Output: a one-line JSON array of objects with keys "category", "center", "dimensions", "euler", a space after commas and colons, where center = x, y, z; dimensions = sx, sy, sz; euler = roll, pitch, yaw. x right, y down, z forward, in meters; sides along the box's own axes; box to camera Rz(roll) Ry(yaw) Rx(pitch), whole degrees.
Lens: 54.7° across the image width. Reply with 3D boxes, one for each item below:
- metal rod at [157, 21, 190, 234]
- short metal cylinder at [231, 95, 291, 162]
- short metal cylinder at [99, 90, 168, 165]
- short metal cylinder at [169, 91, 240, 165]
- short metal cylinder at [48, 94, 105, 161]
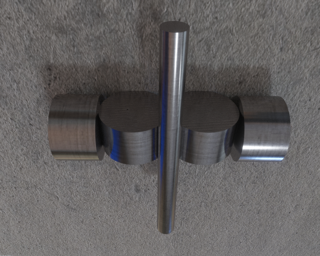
[{"category": "metal rod", "center": [0.010, 0.029, 0.353], "dimensions": [0.025, 0.025, 0.298], "euler": [0, 130, -1]}, {"category": "short metal cylinder", "center": [0.116, 0.001, 0.375], "dimensions": [0.050, 0.080, 0.079], "euler": [1, 130, -1]}, {"category": "short metal cylinder", "center": [-0.030, -0.002, 0.371], "dimensions": [0.081, 0.080, 0.050], "euler": [1, 130, -1]}, {"category": "short metal cylinder", "center": [0.050, -0.002, 0.371], "dimensions": [0.081, 0.080, 0.050], "euler": [1, 130, -1]}, {"category": "short metal cylinder", "center": [-0.095, -0.001, 0.371], "dimensions": [0.050, 0.080, 0.079], "euler": [1, 130, -1]}]
